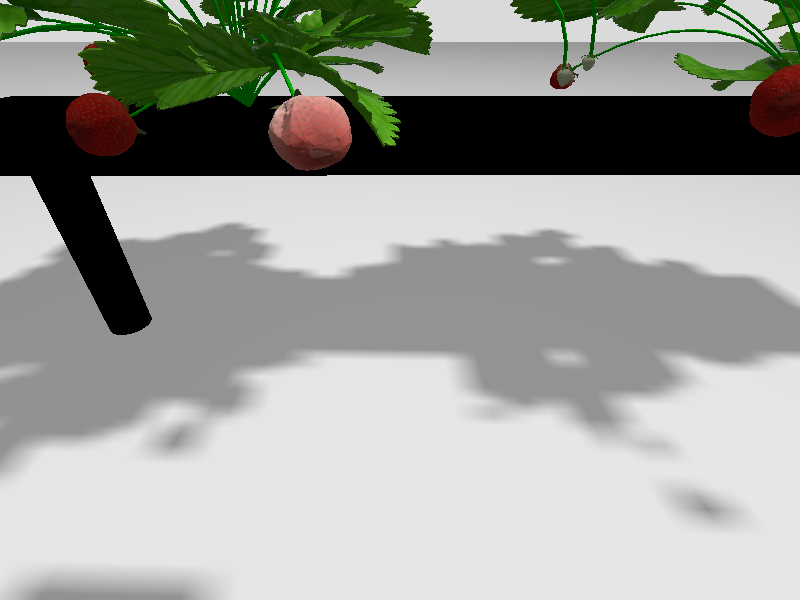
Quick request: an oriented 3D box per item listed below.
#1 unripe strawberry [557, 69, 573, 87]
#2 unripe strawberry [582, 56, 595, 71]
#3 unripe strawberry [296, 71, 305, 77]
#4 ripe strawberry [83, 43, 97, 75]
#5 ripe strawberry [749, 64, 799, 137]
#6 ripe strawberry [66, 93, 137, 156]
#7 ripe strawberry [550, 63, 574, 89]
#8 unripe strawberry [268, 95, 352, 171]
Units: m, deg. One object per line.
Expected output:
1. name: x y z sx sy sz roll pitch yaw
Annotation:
1. unripe strawberry: 0.115 -0.156 0.280 0.011 0.011 0.010 4 34 6
2. unripe strawberry: 0.148 -0.186 0.314 0.010 0.010 0.011 -2 34 -3
3. unripe strawberry: -0.116 -0.269 0.469 0.013 0.014 0.014 1 34 1
4. ripe strawberry: -0.300 -0.241 0.412 0.040 0.039 0.044 3 29 39
5. ripe strawberry: 0.217 -0.111 0.223 0.039 0.038 0.036 -28 43 -34
6. ripe strawberry: -0.142 -0.081 0.189 0.027 0.028 0.029 5 35 7
7. ripe strawberry: 0.160 -0.220 0.395 0.022 0.022 0.020 -20 16 42
8. unripe strawberry: -0.035 -0.065 0.160 0.033 0.029 0.030 -15 48 -21
